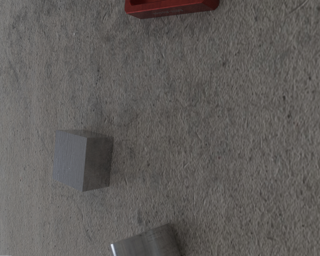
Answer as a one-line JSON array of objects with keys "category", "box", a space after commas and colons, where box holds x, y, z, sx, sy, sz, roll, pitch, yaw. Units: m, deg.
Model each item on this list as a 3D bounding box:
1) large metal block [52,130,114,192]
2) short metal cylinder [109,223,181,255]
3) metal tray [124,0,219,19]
[{"category": "large metal block", "box": [-0.123, 0.048, 0.490, 0.080, 0.050, 0.079, 10, 97, 39]}, {"category": "short metal cylinder", "box": [-0.017, 0.156, 0.384, 0.080, 0.081, 0.050, -32, 70, 35]}, {"category": "metal tray", "box": [0.014, -0.192, 0.389, 0.130, 0.030, 0.089, 10, 96, 39]}]
